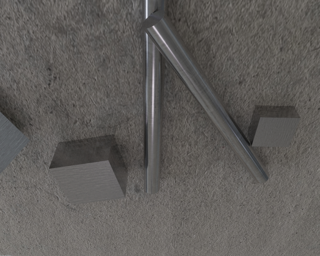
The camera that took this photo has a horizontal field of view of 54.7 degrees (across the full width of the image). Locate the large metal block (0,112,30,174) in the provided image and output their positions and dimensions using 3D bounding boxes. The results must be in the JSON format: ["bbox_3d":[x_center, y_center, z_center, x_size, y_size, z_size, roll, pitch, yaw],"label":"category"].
[{"bbox_3d":[-0.224,0.017,0.374,0.050,0.080,0.080,2,137,37],"label":"large metal block"}]

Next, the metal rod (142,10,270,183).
[{"bbox_3d":[0.074,-0.014,0.379,0.025,0.025,0.300,-26,131,20],"label":"metal rod"}]

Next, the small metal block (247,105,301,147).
[{"bbox_3d":[0.148,-0.002,0.407,0.050,0.025,0.050,1,130,-1],"label":"small metal block"}]

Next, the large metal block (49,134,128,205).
[{"bbox_3d":[-0.097,0.061,0.441,0.080,0.050,0.080,-9,130,7],"label":"large metal block"}]

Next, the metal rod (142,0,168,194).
[{"bbox_3d":[-0.009,-0.019,0.390,0.025,0.025,0.298,1,130,-1],"label":"metal rod"}]
